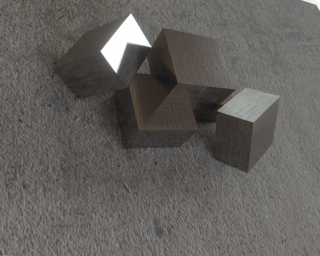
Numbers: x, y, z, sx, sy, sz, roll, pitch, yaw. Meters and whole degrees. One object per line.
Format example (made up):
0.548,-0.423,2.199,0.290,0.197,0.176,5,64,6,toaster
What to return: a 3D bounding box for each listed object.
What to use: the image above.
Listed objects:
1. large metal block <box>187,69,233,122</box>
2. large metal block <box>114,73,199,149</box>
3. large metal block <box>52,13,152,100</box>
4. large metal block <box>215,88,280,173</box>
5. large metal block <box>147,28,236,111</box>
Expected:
0.053,-0.056,0.454,0.081,0.050,0.080,0,62,-29,large metal block
-0.007,-0.021,0.397,0.081,0.050,0.080,0,62,-29,large metal block
-0.068,-0.086,0.378,0.050,0.080,0.080,55,43,-33,large metal block
0.120,0.001,0.428,0.050,0.079,0.081,22,41,34,large metal block
0.037,-0.070,0.387,0.081,0.050,0.080,2,61,-28,large metal block
